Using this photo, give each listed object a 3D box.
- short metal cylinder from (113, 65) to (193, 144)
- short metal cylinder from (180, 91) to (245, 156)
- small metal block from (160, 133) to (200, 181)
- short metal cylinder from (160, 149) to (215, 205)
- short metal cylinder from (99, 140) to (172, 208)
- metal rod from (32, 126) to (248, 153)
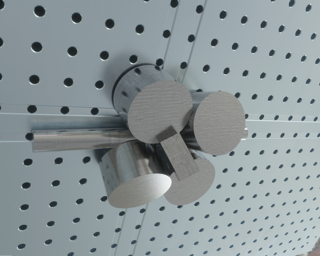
[{"bbox_3d":[-0.009,-0.028,0.368,0.081,0.050,0.079,-14,124,-21],"label":"short metal cylinder"},{"bbox_3d":[0.063,-0.008,0.403,0.081,0.050,0.079,-3,97,-28],"label":"short metal cylinder"},{"bbox_3d":[0.023,0.037,0.380,0.025,0.050,0.050,-27,170,-4],"label":"small metal block"},{"bbox_3d":[0.032,0.064,0.447,0.081,0.050,0.079,-14,124,-21],"label":"short metal cylinder"},{"bbox_3d":[-0.032,0.060,0.394,0.081,0.050,0.080,-16,144,-11],"label":"short metal cylinder"},{"bbox_3d":[-0.006,0.011,0.410,0.303,0.025,0.025,-2,119,-28],"label":"metal rod"}]
